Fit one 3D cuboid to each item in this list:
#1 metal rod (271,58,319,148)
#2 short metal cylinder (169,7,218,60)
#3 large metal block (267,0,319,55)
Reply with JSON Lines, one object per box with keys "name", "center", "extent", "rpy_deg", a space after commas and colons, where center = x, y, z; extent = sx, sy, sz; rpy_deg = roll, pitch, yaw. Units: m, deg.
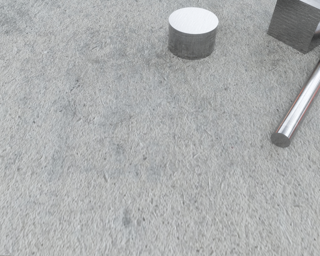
{"name": "metal rod", "center": [0.240, -0.078, 0.470], "extent": [0.025, 0.025, 0.301], "rpy_deg": [29, 56, 22]}
{"name": "short metal cylinder", "center": [0.054, -0.160, 0.522], "extent": [0.081, 0.050, 0.080], "rpy_deg": [0, 50, 0]}
{"name": "large metal block", "center": [0.240, -0.186, 0.526], "extent": [0.050, 0.080, 0.080], "rpy_deg": [-33, 57, -24]}
